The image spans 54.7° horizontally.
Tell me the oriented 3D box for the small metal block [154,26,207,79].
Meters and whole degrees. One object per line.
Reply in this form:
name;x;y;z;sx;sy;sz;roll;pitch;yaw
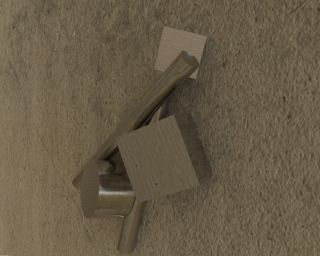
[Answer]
small metal block;0.024;-0.089;0.371;0.050;0.025;0.050;13;100;-1

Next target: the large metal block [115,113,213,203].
large metal block;0.005;0.034;0.366;0.080;0.050;0.080;-22;85;25

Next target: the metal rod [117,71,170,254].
metal rod;-0.016;0.032;0.419;0.025;0.025;0.298;22;104;38

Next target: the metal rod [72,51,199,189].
metal rod;-0.051;0.008;0.426;0.298;0.025;0.025;-45;63;38

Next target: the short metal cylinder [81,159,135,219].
short metal cylinder;-0.075;0.085;0.435;0.080;0.050;0.080;-20;66;57
